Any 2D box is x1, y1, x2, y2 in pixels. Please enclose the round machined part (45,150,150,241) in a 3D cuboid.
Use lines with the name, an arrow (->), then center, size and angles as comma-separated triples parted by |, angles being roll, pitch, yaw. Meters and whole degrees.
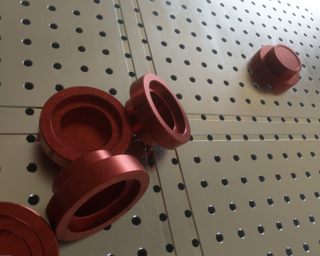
round machined part -> -0.062, 0.059, 0.296 | 0.099, 0.097, 0.042 | -19, 56, -36

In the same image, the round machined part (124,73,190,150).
round machined part -> -0.006, -0.016, 0.387 | 0.098, 0.042, 0.098 | 45, 28, -31

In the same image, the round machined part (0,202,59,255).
round machined part -> -0.132, 0.112, 0.249 | 0.099, 0.042, 0.098 | 6, 66, -13

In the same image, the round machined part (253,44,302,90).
round machined part -> 0.235, -0.125, 0.603 | 0.099, 0.042, 0.098 | 14, 56, -21

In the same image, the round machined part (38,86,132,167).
round machined part -> -0.084, 0.005, 0.348 | 0.099, 0.042, 0.098 | 12, 57, -18
